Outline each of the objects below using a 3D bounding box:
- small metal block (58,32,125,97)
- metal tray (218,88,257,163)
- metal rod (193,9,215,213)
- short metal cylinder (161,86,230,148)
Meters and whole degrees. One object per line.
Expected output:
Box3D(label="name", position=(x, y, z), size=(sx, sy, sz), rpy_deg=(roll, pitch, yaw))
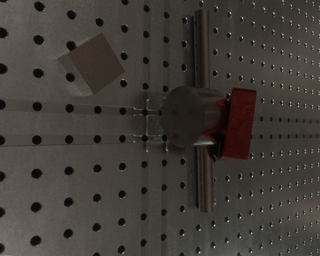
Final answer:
Box3D(label="small metal block", position=(-0.075, -0.071, 0.347), size=(0.050, 0.025, 0.050), rpy_deg=(-45, 117, -31))
Box3D(label="metal tray", position=(0.108, 0.003, 0.448), size=(0.130, 0.030, 0.090), rpy_deg=(51, 49, -78))
Box3D(label="metal rod", position=(0.067, -0.024, 0.467), size=(0.025, 0.025, 0.298), rpy_deg=(-3, 92, -40))
Box3D(label="short metal cylinder", position=(0.047, -0.015, 0.415), size=(0.050, 0.080, 0.079), rpy_deg=(-2, 92, -40))
